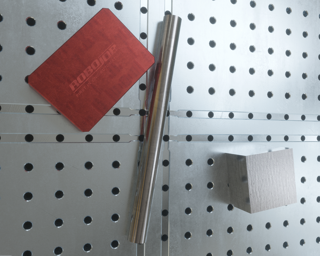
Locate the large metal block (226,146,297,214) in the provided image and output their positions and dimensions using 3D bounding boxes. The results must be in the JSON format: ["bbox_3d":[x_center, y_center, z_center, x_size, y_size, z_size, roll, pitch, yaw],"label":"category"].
[{"bbox_3d":[0.149,0.073,0.456,0.081,0.050,0.079,-7,93,-20],"label":"large metal block"}]

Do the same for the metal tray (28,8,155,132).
[{"bbox_3d":[-0.081,-0.070,0.381,0.090,0.030,0.130,45,76,-15],"label":"metal tray"}]

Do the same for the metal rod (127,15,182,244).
[{"bbox_3d":[-0.006,-0.001,0.411,0.025,0.025,0.298,10,86,-20],"label":"metal rod"}]
